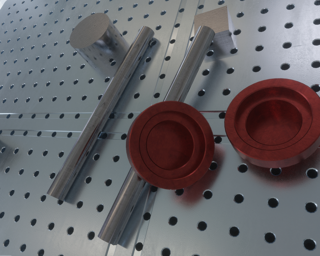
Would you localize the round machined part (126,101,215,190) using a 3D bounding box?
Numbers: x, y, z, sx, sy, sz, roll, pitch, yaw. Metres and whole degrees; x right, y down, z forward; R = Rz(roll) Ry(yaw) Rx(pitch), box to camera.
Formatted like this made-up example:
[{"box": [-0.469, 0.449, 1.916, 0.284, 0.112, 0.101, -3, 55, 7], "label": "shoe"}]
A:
[{"box": [0.009, 0.020, 0.358, 0.098, 0.098, 0.042, -59, 10, -14], "label": "round machined part"}]

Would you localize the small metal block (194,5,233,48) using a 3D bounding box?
[{"box": [0.079, -0.147, 0.457, 0.050, 0.025, 0.050, -10, 57, 22], "label": "small metal block"}]

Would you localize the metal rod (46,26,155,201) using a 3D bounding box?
[{"box": [-0.082, -0.033, 0.471, 0.025, 0.025, 0.300, 13, 68, 33], "label": "metal rod"}]

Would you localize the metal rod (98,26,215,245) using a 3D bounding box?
[{"box": [0.002, -0.001, 0.394, 0.025, 0.025, 0.299, 16, 74, 34], "label": "metal rod"}]

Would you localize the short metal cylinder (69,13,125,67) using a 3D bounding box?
[{"box": [-0.110, -0.154, 0.545, 0.080, 0.050, 0.080, -13, 56, 21], "label": "short metal cylinder"}]

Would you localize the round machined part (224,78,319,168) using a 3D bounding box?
[{"box": [0.123, -0.002, 0.334, 0.098, 0.042, 0.098, -13, 56, 21], "label": "round machined part"}]
